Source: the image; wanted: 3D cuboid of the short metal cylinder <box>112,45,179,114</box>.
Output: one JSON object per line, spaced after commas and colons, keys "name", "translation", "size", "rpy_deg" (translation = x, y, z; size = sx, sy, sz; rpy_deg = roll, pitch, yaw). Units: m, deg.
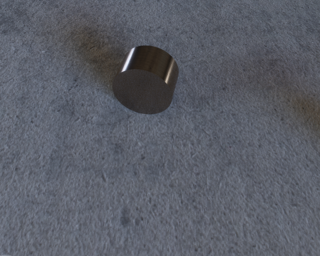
{"name": "short metal cylinder", "translation": [-0.018, -0.064, 0.421], "size": [0.080, 0.080, 0.050], "rpy_deg": [9, 51, 7]}
